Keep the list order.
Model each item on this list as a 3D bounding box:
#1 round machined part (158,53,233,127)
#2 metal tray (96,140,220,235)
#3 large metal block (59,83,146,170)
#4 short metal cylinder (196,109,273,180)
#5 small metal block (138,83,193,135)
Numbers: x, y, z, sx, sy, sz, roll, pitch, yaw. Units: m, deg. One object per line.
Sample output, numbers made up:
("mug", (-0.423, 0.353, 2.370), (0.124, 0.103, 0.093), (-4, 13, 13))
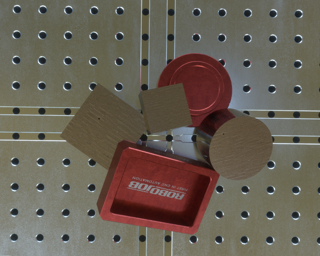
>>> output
("round machined part", (0.046, -0.050, 0.405), (0.099, 0.042, 0.097), (0, 90, 0))
("metal tray", (-0.001, 0.076, 0.382), (0.131, 0.030, 0.089), (17, 97, -22))
("large metal block", (-0.066, 0.001, 0.400), (0.080, 0.050, 0.080), (36, 90, 0))
("short metal cylinder", (0.092, 0.019, 0.390), (0.081, 0.050, 0.079), (-3, 104, -11))
("small metal block", (0.006, -0.022, 0.367), (0.050, 0.025, 0.050), (-13, 87, -11))
